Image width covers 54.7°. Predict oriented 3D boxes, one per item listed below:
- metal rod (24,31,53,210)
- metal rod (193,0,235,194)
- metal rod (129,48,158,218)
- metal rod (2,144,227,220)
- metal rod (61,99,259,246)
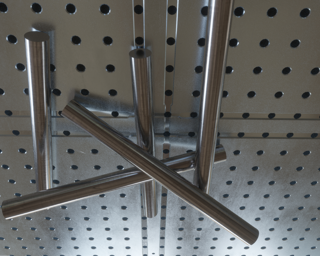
[{"bbox_3d":[-0.160,0.014,0.421,0.025,0.025,0.298,9,130,-8],"label":"metal rod"},{"bbox_3d":[0.059,-0.023,0.366,0.025,0.025,0.298,0,122,-1],"label":"metal rod"},{"bbox_3d":[-0.019,0.031,0.437,0.025,0.025,0.298,-1,130,0],"label":"metal rod"},{"bbox_3d":[-0.055,0.071,0.423,0.302,0.025,0.025,-14,131,-8],"label":"metal rod"},{"bbox_3d":[0.005,0.061,0.405,0.301,0.025,0.025,36,123,-6],"label":"metal rod"}]
